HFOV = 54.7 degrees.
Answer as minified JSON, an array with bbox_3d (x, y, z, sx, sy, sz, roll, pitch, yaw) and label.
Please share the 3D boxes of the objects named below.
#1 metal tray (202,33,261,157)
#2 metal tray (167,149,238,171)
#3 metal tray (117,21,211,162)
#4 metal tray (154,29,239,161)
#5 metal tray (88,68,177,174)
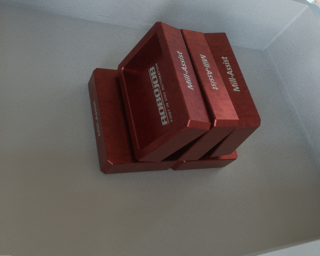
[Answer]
[{"bbox_3d":[0.070,-0.040,0.382,0.030,0.090,0.130,-7,65,-15],"label":"metal tray"},{"bbox_3d":[0.046,-0.009,0.430,0.091,0.030,0.130,0,62,-28],"label":"metal tray"},{"bbox_3d":[-0.002,-0.038,0.342,0.030,0.090,0.130,8,57,-39],"label":"metal tray"},{"bbox_3d":[0.034,-0.038,0.362,0.030,0.090,0.130,0,60,-28],"label":"metal tray"},{"bbox_3d":[-0.035,-0.011,0.387,0.091,0.030,0.130,0,62,-28],"label":"metal tray"}]
